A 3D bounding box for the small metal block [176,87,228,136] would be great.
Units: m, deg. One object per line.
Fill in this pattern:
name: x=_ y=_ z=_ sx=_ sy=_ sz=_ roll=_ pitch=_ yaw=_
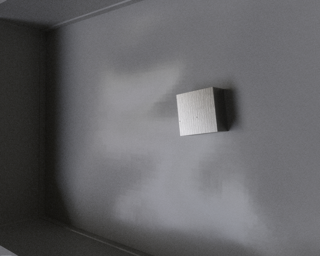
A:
small metal block: x=0.049 y=-0.018 z=0.365 sx=0.050 sy=0.025 sz=0.050 roll=-8 pitch=85 yaw=39
